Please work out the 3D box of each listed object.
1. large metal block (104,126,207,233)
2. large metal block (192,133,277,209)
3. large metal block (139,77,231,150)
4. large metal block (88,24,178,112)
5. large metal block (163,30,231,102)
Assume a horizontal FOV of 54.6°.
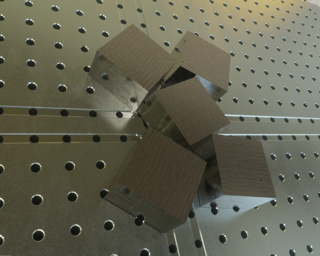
[{"bbox_3d":[-0.003,0.059,0.352,0.080,0.050,0.080,33,51,-7],"label":"large metal block"},{"bbox_3d":[0.094,0.059,0.406,0.081,0.050,0.080,9,58,-24],"label":"large metal block"},{"bbox_3d":[0.033,-0.014,0.417,0.081,0.050,0.080,-25,75,-37],"label":"large metal block"},{"bbox_3d":[-0.036,-0.082,0.422,0.080,0.050,0.080,39,51,-1],"label":"large metal block"},{"bbox_3d":[0.059,-0.089,0.476,0.080,0.050,0.080,25,53,-16],"label":"large metal block"}]
